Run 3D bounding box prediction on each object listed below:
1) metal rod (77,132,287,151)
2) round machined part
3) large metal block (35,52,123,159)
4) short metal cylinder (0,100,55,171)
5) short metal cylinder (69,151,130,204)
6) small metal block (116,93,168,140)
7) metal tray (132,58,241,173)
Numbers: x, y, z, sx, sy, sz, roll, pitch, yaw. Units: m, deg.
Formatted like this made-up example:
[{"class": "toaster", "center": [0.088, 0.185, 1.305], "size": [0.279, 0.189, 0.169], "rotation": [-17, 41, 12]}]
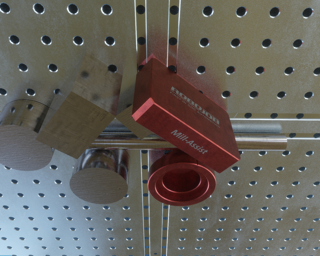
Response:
[{"class": "metal rod", "center": [0.020, 0.018, 0.427], "size": [0.302, 0.025, 0.025], "rotation": [1, 130, -1]}, {"class": "round machined part", "center": [0.032, 0.070, 0.460], "size": [0.099, 0.042, 0.097], "rotation": [0, 130, 0]}, {"class": "large metal block", "center": [-0.089, -0.025, 0.353], "size": [0.050, 0.080, 0.080], "rotation": [31, 123, -24]}, {"class": "short metal cylinder", "center": [-0.174, 0.010, 0.402], "size": [0.081, 0.050, 0.079], "rotation": [0, 130, 0]}, {"class": "short metal cylinder", "center": [-0.085, 0.066, 0.450], "size": [0.081, 0.050, 0.079], "rotation": [0, 130, 0]}, {"class": "small metal block", "center": [-0.021, -0.019, 0.395], "size": [0.050, 0.025, 0.050], "rotation": [-32, 124, 24]}, {"class": "metal tray", "center": [0.031, -0.014, 0.356], "size": [0.130, 0.090, 0.030], "rotation": [33, 123, -25]}]
